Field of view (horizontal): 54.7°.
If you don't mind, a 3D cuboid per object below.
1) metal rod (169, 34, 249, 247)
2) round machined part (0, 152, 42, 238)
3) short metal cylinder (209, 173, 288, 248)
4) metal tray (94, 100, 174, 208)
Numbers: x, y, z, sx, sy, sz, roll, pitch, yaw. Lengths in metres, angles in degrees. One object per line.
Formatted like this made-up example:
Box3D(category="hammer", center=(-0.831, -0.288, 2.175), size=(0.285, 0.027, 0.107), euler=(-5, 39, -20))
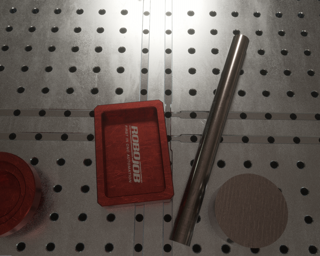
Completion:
Box3D(category="metal rod", center=(0.072, 0.002, 0.411), size=(0.025, 0.025, 0.299), euler=(18, 71, 6))
Box3D(category="round machined part", center=(-0.191, 0.081, 0.371), size=(0.099, 0.042, 0.098), euler=(0, 70, -1))
Box3D(category="short metal cylinder", center=(0.100, 0.098, 0.364), size=(0.081, 0.050, 0.080), euler=(0, 70, 0))
Box3D(category="metal tray", center=(-0.035, 0.032, 0.396), size=(0.091, 0.030, 0.129), euler=(-6, 70, -3))
